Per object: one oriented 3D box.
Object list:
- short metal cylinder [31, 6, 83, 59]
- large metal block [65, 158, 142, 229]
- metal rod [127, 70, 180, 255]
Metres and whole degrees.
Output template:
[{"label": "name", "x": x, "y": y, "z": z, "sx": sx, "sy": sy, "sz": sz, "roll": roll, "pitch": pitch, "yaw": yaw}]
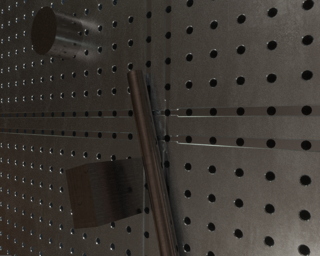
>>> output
[{"label": "short metal cylinder", "x": -0.179, "y": -0.163, "z": 0.538, "sx": 0.080, "sy": 0.050, "sz": 0.079, "roll": 0, "pitch": 90, "yaw": 39}, {"label": "large metal block", "x": -0.078, "y": 0.090, "z": 0.435, "sx": 0.050, "sy": 0.081, "sz": 0.080, "roll": -19, "pitch": 78, "yaw": 38}, {"label": "metal rod", "x": -0.006, "y": 0.068, "z": 0.412, "sx": 0.025, "sy": 0.025, "sz": 0.298, "roll": -18, "pitch": 79, "yaw": 38}]
